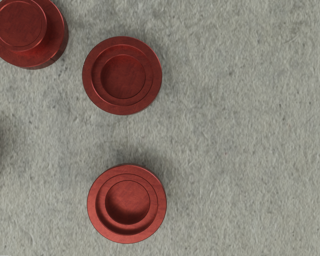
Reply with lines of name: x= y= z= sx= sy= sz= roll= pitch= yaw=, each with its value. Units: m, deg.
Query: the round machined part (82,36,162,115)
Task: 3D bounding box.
round machined part: x=-0.047 y=-0.065 z=0.401 sx=0.099 sy=0.042 sz=0.097 roll=0 pitch=90 yaw=-1

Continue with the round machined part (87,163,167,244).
round machined part: x=-0.041 y=0.094 z=0.401 sx=0.099 sy=0.042 sz=0.097 roll=0 pitch=90 yaw=-1

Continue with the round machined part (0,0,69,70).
round machined part: x=-0.173 y=-0.127 z=0.399 sx=0.099 sy=0.042 sz=0.097 roll=0 pitch=90 yaw=-1
